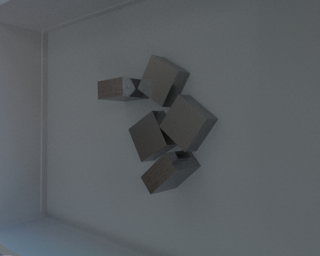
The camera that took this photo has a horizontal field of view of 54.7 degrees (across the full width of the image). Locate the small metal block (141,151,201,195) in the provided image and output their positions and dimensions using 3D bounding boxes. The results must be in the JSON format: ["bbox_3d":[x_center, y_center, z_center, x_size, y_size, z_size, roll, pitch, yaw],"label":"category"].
[{"bbox_3d":[0.014,0.053,0.379,0.050,0.050,0.025,-48,62,29],"label":"small metal block"}]

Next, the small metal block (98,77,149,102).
[{"bbox_3d":[-0.051,-0.053,0.433,0.050,0.050,0.025,-2,89,40],"label":"small metal block"}]

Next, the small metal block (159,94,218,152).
[{"bbox_3d":[0.034,-0.006,0.379,0.050,0.025,0.050,45,117,30],"label":"small metal block"}]

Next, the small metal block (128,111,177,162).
[{"bbox_3d":[-0.009,0.011,0.415,0.050,0.025,0.050,-36,68,34],"label":"small metal block"}]

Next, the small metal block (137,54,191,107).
[{"bbox_3d":[0.004,-0.061,0.404,0.050,0.025,0.050,38,113,33],"label":"small metal block"}]
